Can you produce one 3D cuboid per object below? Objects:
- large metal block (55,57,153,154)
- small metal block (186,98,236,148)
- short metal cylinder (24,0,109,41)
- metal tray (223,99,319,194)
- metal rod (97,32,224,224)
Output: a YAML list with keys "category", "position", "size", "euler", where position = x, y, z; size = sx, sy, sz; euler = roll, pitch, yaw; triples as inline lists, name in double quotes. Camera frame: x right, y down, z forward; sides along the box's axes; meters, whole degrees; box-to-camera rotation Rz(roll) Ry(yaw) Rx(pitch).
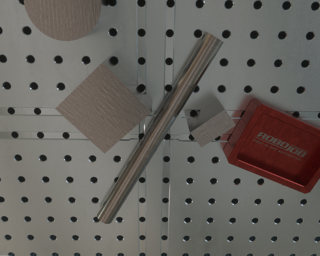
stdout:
- category: "large metal block"
  position: [-0.067, -0.029, 0.388]
  size: [0.080, 0.050, 0.080]
  euler: [-41, 106, 13]
- category: "small metal block"
  position: [0.064, -0.008, 0.398]
  size: [0.050, 0.050, 0.025]
  euler: [-34, 107, 11]
- category: "short metal cylinder"
  position: [-0.102, -0.141, 0.347]
  size: [0.081, 0.050, 0.079]
  euler: [0, 110, -1]
- category: "metal tray"
  position: [0.166, 0.026, 0.422]
  size: [0.131, 0.030, 0.089]
  euler: [22, 108, -9]
- category: "metal rod"
  position: [-0.008, 0.012, 0.417]
  size: [0.025, 0.025, 0.298]
  euler: [28, 107, -10]
